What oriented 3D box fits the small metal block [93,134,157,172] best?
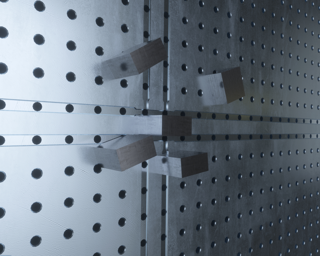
[{"bbox_3d":[-0.041,0.027,0.360,0.050,0.050,0.025,-21,104,-38],"label":"small metal block"}]

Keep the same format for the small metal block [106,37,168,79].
[{"bbox_3d":[-0.028,-0.083,0.371,0.050,0.050,0.025,-38,114,-34],"label":"small metal block"}]

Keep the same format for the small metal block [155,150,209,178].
[{"bbox_3d":[0.029,0.047,0.420,0.050,0.050,0.025,-7,95,-40],"label":"small metal block"}]

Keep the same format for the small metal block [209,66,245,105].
[{"bbox_3d":[0.110,-0.069,0.504,0.050,0.025,0.050,-24,105,-38],"label":"small metal block"}]

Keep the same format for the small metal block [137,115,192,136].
[{"bbox_3d":[0.005,-0.003,0.399,0.050,0.050,0.025,1,90,-40],"label":"small metal block"}]
